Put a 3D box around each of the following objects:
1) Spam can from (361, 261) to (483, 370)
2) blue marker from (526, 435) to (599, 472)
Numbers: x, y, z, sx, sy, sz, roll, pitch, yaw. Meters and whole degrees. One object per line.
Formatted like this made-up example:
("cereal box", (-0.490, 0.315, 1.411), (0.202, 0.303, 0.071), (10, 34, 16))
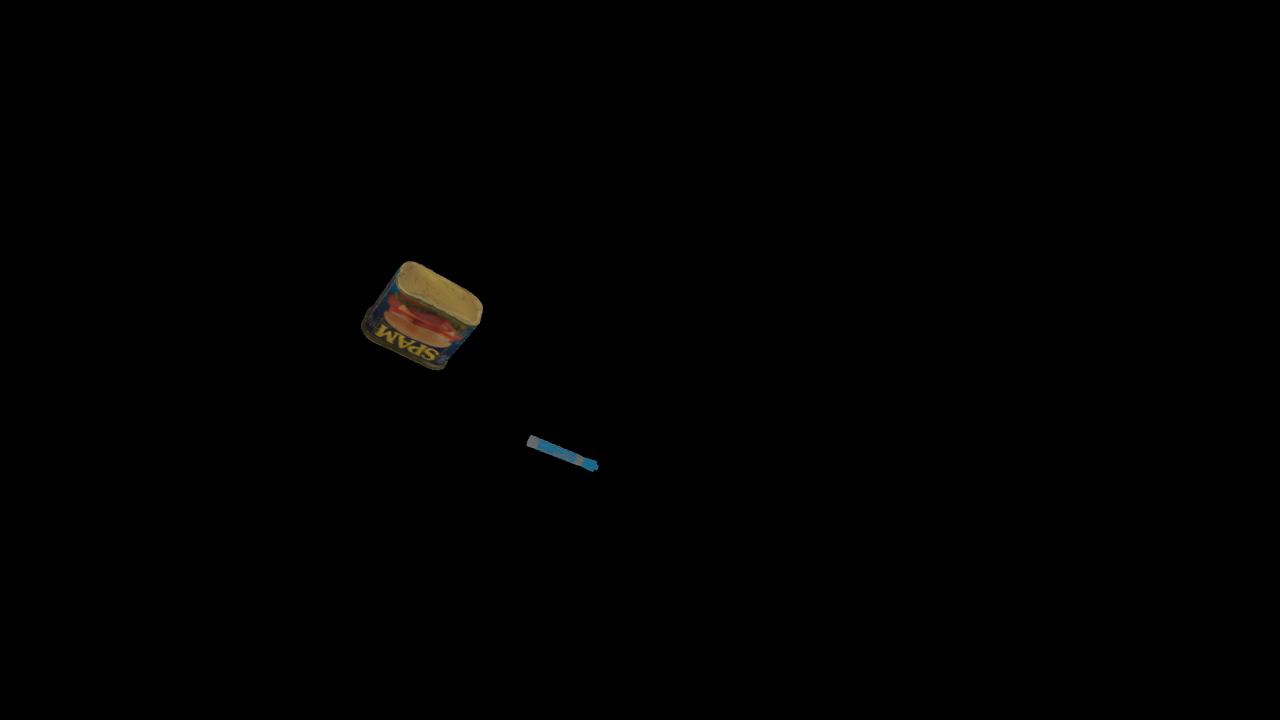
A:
("Spam can", (-0.235, -0.048, 0.674), (0.101, 0.058, 0.085), (30, -54, -29))
("blue marker", (-0.121, 0.150, 0.978), (0.121, 0.020, 0.020), (25, -7, -15))
